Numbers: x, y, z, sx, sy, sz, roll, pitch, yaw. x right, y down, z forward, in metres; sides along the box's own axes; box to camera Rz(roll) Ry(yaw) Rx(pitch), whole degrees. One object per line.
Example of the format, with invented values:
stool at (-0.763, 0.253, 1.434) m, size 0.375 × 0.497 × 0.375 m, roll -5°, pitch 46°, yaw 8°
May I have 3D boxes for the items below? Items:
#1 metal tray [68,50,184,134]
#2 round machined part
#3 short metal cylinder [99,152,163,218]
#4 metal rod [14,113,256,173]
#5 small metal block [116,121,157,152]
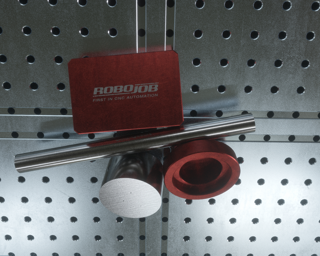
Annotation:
metal tray at (-0.040, -0.043, 0.380) m, size 0.131 × 0.030 × 0.089 m, roll -5°, pitch 92°, yaw 0°
round machined part at (0.053, 0.049, 0.411) m, size 0.099 × 0.042 × 0.097 m, roll -3°, pitch 132°, yaw -3°
short metal cylinder at (-0.036, 0.076, 0.415) m, size 0.080 × 0.050 × 0.079 m, roll 3°, pitch 129°, yaw 4°
metal rod at (-0.033, 0.020, 0.393) m, size 0.302 × 0.025 × 0.025 m, roll -10°, pitch 110°, yaw 3°
small metal block at (-0.036, 0.015, 0.427) m, size 0.050 × 0.025 × 0.050 m, roll 17°, pitch 109°, yaw -7°
